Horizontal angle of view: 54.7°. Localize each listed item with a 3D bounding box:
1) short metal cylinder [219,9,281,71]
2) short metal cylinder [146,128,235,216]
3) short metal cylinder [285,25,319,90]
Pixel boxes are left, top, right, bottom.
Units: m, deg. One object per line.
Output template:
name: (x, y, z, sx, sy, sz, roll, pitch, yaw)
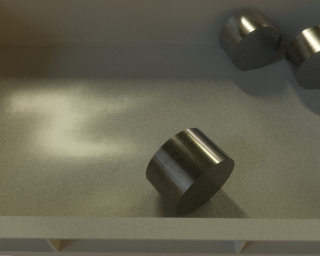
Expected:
short metal cylinder: (0.140, -0.138, 0.487, 0.081, 0.080, 0.050, -13, 52, -12)
short metal cylinder: (0.032, 0.047, 0.331, 0.081, 0.080, 0.050, -30, 57, -23)
short metal cylinder: (0.235, -0.103, 0.459, 0.081, 0.080, 0.050, -3, 50, -3)
